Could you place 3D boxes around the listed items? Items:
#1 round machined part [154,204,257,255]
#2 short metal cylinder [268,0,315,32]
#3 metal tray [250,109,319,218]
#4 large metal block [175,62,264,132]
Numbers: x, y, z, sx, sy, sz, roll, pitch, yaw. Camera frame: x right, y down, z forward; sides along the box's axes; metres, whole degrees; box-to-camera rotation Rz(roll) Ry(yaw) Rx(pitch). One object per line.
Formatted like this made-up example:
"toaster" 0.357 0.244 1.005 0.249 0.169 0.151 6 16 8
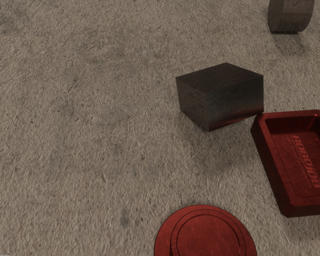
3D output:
"round machined part" 0.043 0.117 0.294 0.099 0.042 0.098 0 50 0
"short metal cylinder" 0.230 -0.212 0.549 0.050 0.080 0.080 1 50 1
"metal tray" 0.173 0.037 0.371 0.091 0.030 0.130 -4 50 -4
"large metal block" 0.077 -0.044 0.407 0.081 0.050 0.080 -19 29 -16
